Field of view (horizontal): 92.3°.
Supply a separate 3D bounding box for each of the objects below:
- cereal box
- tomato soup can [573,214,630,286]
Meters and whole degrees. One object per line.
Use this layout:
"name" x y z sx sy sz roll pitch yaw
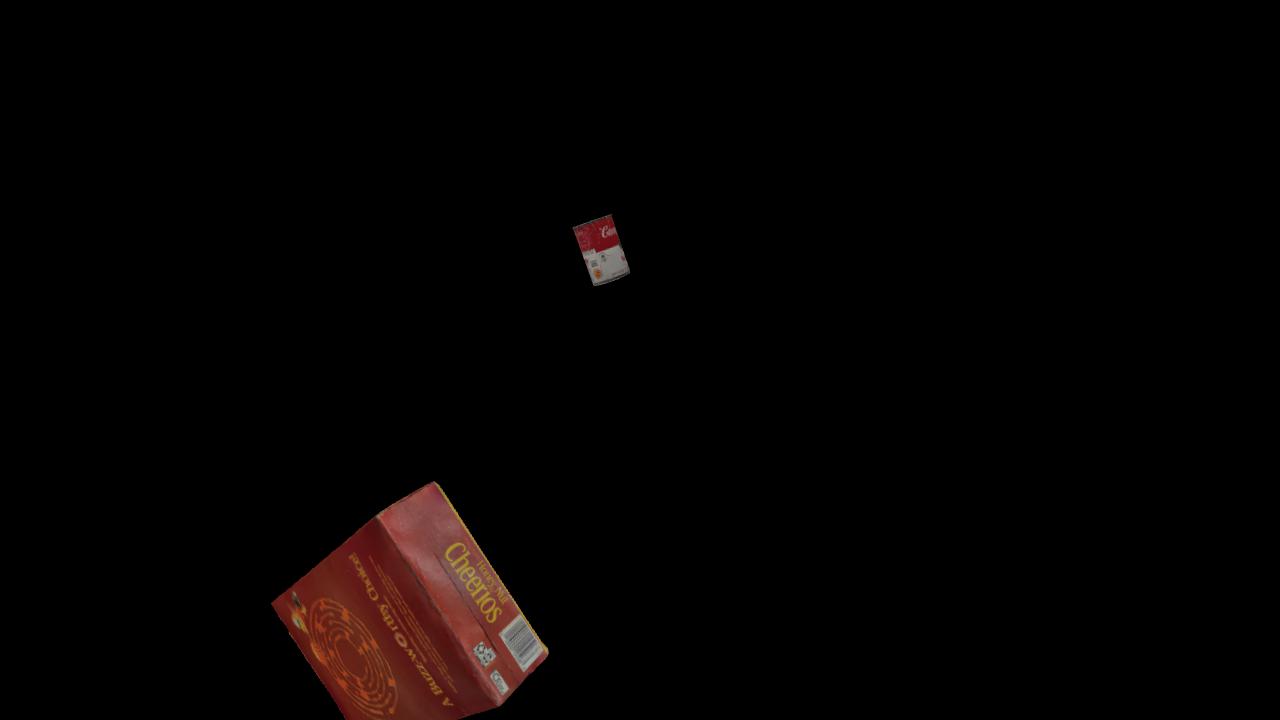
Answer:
"cereal box" -0.256 0.279 0.646 0.306 0.203 0.081 -37 -4 36
"tomato soup can" -0.062 -0.179 1.007 0.068 0.101 0.068 -18 13 4
